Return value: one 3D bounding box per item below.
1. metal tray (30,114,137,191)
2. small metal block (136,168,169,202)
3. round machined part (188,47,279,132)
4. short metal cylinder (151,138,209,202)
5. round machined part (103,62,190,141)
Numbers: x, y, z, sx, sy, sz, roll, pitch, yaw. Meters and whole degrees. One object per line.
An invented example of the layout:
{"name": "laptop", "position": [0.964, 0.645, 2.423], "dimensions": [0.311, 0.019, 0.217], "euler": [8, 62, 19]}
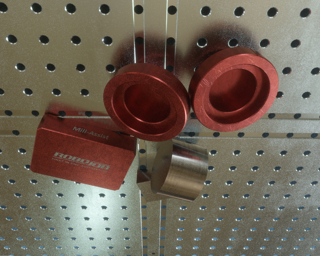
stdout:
{"name": "metal tray", "position": [-0.108, 0.038, 0.439], "dimensions": [0.131, 0.030, 0.089], "euler": [16, 128, -14]}
{"name": "small metal block", "position": [-0.004, 0.088, 0.487], "dimensions": [0.050, 0.025, 0.050], "euler": [-13, 129, 10]}
{"name": "round machined part", "position": [0.079, -0.047, 0.354], "dimensions": [0.099, 0.042, 0.097], "euler": [-7, 127, -9]}
{"name": "short metal cylinder", "position": [0.025, 0.056, 0.424], "dimensions": [0.050, 0.080, 0.079], "euler": [17, 128, -14]}
{"name": "round machined part", "position": [-0.012, -0.034, 0.360], "dimensions": [0.098, 0.042, 0.097], "euler": [12, 135, 13]}
